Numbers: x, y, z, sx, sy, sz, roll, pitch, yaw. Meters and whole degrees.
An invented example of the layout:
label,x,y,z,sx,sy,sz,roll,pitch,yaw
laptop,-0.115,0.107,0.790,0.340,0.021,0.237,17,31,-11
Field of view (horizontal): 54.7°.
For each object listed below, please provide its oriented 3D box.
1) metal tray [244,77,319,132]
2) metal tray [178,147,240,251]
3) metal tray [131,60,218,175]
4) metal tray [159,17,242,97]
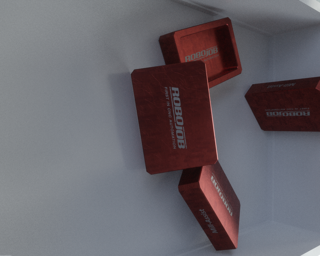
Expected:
label,x,y,z,sx,sy,sz,roll,pitch,yaw
metal tray,0.222,-0.036,0.527,0.030,0.130,0.090,-50,120,-28
metal tray,0.076,0.099,0.446,0.130,0.030,0.090,59,30,-23
metal tray,0.018,-0.014,0.389,0.091,0.030,0.129,-9,97,-4
metal tray,0.065,-0.106,0.459,0.131,0.030,0.089,-28,108,-37
